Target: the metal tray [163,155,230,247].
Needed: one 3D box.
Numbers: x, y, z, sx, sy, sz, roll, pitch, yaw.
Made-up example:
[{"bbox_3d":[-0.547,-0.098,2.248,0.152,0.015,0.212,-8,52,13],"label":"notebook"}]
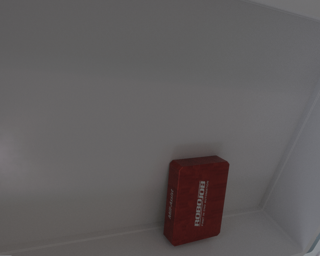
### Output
[{"bbox_3d":[0.057,0.112,0.485,0.091,0.030,0.129,-3,106,-27],"label":"metal tray"}]
